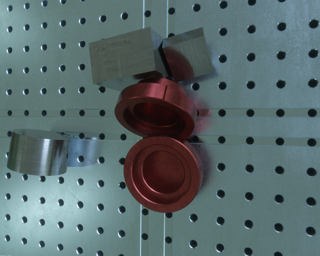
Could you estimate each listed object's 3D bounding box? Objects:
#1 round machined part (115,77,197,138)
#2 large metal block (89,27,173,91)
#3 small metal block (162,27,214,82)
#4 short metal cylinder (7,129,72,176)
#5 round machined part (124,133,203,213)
[{"bbox_3d":[-0.003,-0.026,0.383,0.098,0.098,0.042,1,58,20],"label":"round machined part"},{"bbox_3d":[-0.031,-0.082,0.394,0.080,0.080,0.050,-9,86,20],"label":"large metal block"},{"bbox_3d":[0.035,-0.090,0.383,0.050,0.025,0.050,-14,128,14],"label":"small metal block"},{"bbox_3d":[-0.172,0.033,0.444,0.080,0.080,0.050,12,94,19],"label":"short metal cylinder"},{"bbox_3d":[0.007,0.054,0.396,0.098,0.042,0.097,3,100,18],"label":"round machined part"}]
